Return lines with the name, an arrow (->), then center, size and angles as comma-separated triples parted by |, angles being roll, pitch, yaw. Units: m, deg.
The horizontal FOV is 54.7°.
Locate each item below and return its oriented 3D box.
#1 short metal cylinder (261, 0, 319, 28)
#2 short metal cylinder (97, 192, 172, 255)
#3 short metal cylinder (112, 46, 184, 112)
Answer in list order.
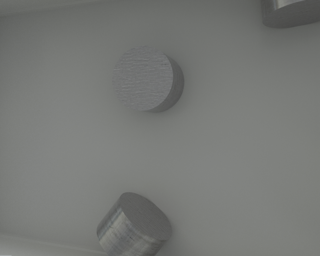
short metal cylinder -> 0.148, -0.145, 0.329 | 0.080, 0.080, 0.050 | -6, 88, 19
short metal cylinder -> -0.032, 0.128, 0.392 | 0.080, 0.080, 0.050 | 40, 103, 15
short metal cylinder -> -0.014, -0.061, 0.401 | 0.080, 0.050, 0.079 | 0, 90, 19
